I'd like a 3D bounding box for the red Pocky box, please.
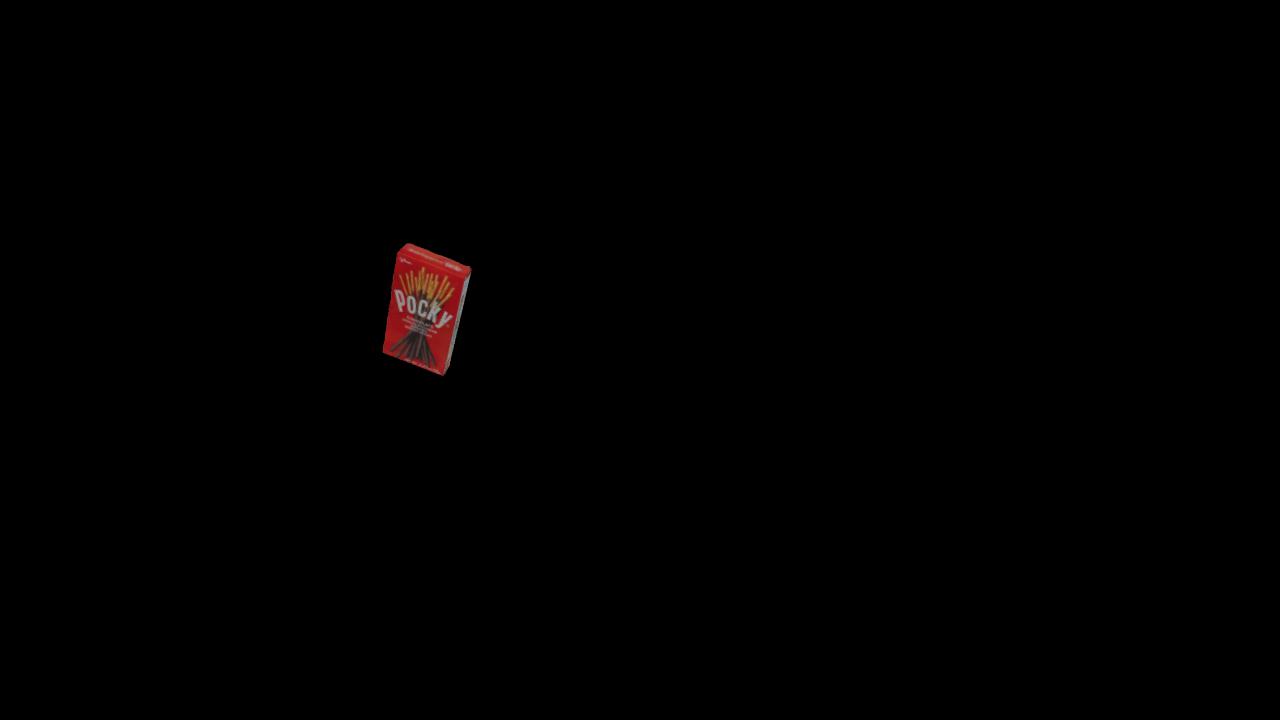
[{"bbox_3d":[-0.260,-0.057,0.744,0.083,0.155,0.028,22,34,-4],"label":"red Pocky box"}]
